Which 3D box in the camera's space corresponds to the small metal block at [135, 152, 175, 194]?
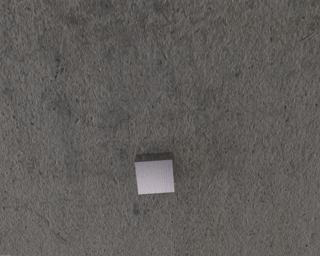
[{"bbox_3d":[-0.007,0.063,0.433,0.050,0.025,0.050,-4,110,1],"label":"small metal block"}]
